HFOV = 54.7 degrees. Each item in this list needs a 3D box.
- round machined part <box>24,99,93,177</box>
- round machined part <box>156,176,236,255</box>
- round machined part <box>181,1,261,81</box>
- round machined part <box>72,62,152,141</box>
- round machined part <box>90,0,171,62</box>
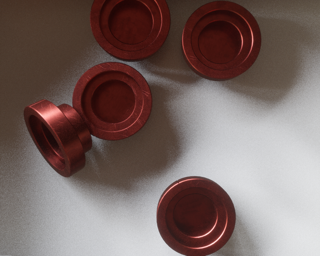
[{"bbox_3d":[-0.121,0.009,0.382,0.042,0.098,0.098,-34,91,-34],"label":"round machined part"},{"bbox_3d":[0.045,0.111,0.404,0.099,0.042,0.097,0,90,-1],"label":"round machined part"},{"bbox_3d":[0.077,-0.110,0.404,0.099,0.042,0.097,0,90,-1],"label":"round machined part"},{"bbox_3d":[-0.059,-0.033,0.402,0.099,0.042,0.097,0,90,-1],"label":"round machined part"},{"bbox_3d":[-0.037,-0.134,0.399,0.099,0.042,0.097,0,96,-3],"label":"round machined part"}]
